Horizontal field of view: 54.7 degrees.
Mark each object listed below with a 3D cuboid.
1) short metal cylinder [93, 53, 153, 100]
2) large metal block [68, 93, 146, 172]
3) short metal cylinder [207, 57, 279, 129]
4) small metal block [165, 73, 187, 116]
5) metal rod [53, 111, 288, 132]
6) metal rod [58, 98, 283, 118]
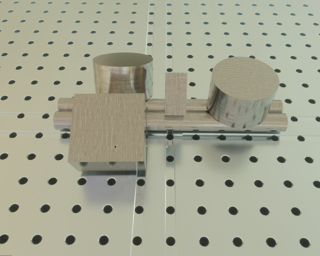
[{"bbox_3d":[-0.050,-0.070,0.427,0.081,0.050,0.080,1,26,0],"label":"short metal cylinder"},{"bbox_3d":[-0.057,0.006,0.363,0.081,0.050,0.080,0,70,-1],"label":"large metal block"},{"bbox_3d":[0.103,-0.046,0.394,0.081,0.050,0.080,0,50,0],"label":"short metal cylinder"},{"bbox_3d":[0.019,-0.043,0.386,0.025,0.050,0.050,1,8,0],"label":"small metal block"},{"bbox_3d":[0.014,-0.009,0.411,0.302,0.025,0.025,1,50,0],"label":"metal rod"},{"bbox_3d":[0.014,-0.028,0.427,0.302,0.025,0.025,1,50,0],"label":"metal rod"}]
